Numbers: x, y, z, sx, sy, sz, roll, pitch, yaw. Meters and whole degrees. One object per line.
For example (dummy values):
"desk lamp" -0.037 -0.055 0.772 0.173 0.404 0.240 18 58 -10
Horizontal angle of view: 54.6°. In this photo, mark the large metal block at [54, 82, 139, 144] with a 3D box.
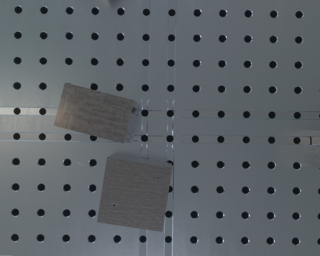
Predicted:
"large metal block" -0.073 -0.017 0.385 0.080 0.080 0.050 14 90 0

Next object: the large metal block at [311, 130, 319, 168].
"large metal block" 0.250 0.027 0.387 0.080 0.080 0.050 -2 90 0

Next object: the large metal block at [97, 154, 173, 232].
"large metal block" -0.031 0.081 0.401 0.080 0.050 0.080 9 90 0
